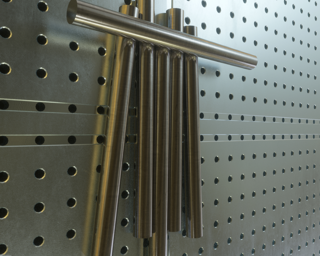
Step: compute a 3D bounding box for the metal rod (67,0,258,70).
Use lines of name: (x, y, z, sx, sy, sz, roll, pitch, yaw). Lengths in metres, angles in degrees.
metal rod: (0.030, -0.110, 0.400, 0.302, 0.025, 0.025, 2, 89, -40)

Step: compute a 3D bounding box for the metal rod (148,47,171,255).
metal rod: (-0.001, 0.042, 0.407, 0.025, 0.025, 0.298, 1, 90, -40)

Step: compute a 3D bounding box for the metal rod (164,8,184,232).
metal rod: (0.019, -0.011, 0.425, 0.025, 0.025, 0.298, 1, 89, -40)

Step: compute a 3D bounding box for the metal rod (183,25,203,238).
metal rod: (0.045, 0.007, 0.446, 0.025, 0.025, 0.298, -3, 92, -40)

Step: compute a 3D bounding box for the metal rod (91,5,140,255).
metal rod: (-0.052, 0.005, 0.363, 0.025, 0.025, 0.299, 10, 84, -40)

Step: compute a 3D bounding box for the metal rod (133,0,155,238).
metal rod: (-0.020, -0.014, 0.391, 0.025, 0.025, 0.298, 1, 90, -40)
